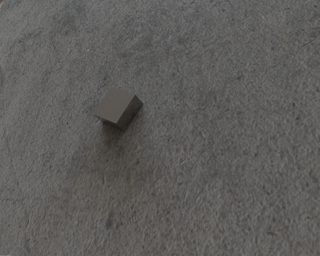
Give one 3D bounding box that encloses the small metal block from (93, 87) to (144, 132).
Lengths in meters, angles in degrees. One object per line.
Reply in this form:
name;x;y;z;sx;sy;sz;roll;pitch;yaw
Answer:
small metal block;-0.061;-0.028;0.455;0.050;0.025;0.050;21;73;36
